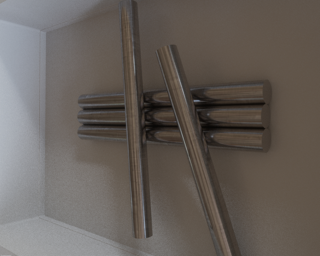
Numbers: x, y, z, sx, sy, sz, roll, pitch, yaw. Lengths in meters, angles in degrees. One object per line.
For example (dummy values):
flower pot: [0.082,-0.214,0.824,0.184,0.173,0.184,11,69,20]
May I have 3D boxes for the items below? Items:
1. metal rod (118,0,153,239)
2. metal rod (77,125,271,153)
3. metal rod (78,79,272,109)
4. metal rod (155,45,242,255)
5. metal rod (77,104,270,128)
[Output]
metal rod: [-0.032,-0.014,0.396,0.025,0.025,0.298,-7,86,39]
metal rod: [-0.008,0.010,0.410,0.300,0.025,0.025,1,91,39]
metal rod: [-0.007,-0.040,0.409,0.300,0.025,0.025,1,91,39]
metal rod: [0.049,0.054,0.337,0.025,0.025,0.298,-20,84,38]
metal rod: [-0.008,-0.015,0.410,0.300,0.025,0.025,1,91,39]
